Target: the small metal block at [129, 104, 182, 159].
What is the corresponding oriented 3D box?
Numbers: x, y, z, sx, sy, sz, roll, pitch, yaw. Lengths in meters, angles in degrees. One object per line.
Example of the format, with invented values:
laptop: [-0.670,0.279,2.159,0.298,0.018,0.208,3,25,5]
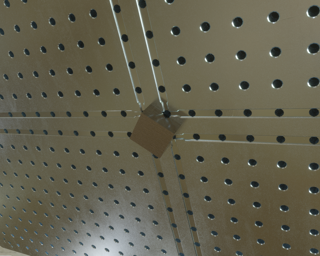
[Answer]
small metal block: [-0.007,0.005,0.418,0.050,0.025,0.050,33,129,6]
